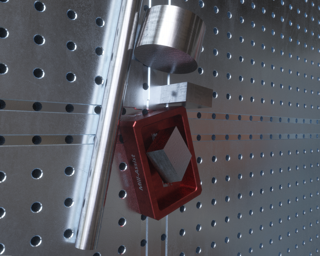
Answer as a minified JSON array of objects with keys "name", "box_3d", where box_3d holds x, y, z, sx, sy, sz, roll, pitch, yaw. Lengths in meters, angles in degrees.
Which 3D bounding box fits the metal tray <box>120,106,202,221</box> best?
[{"name":"metal tray","box_3d":[0.005,0.043,0.412,0.091,0.030,0.129,-21,103,-38]}]

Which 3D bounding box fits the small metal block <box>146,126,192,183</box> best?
[{"name":"small metal block","box_3d":[0.013,0.034,0.394,0.050,0.025,0.050,61,34,-23]}]

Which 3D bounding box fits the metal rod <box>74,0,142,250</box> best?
[{"name":"metal rod","box_3d":[-0.058,-0.015,0.362,0.025,0.025,0.298,16,80,-39]}]

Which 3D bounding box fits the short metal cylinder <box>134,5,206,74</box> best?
[{"name":"short metal cylinder","box_3d":[0.013,-0.107,0.386,0.080,0.080,0.050,22,76,-38]}]

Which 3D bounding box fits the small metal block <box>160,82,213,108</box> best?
[{"name":"small metal block","box_3d":[0.036,-0.043,0.425,0.050,0.050,0.025,9,84,-40]}]
